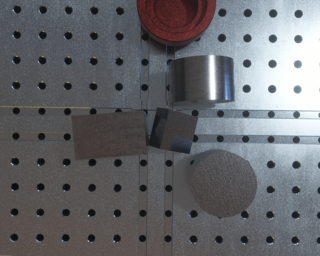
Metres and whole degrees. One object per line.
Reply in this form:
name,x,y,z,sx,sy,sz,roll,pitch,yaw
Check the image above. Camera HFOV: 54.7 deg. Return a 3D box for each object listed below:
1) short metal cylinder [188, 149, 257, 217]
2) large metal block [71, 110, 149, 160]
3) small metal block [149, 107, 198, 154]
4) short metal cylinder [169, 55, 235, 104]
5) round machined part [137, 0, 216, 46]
short metal cylinder,0.078,0.069,0.401,0.081,0.050,0.079,0,90,0
large metal block,-0.057,0.008,0.385,0.081,0.080,0.050,-5,90,0
small metal block,0.018,0.004,0.401,0.050,0.025,0.050,13,90,-37
short metal cylinder,0.052,-0.057,0.386,0.081,0.080,0.050,-2,90,0
round machined part,0.021,-0.156,0.405,0.099,0.042,0.097,0,90,0
